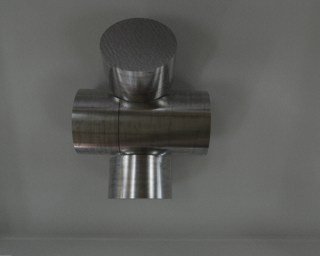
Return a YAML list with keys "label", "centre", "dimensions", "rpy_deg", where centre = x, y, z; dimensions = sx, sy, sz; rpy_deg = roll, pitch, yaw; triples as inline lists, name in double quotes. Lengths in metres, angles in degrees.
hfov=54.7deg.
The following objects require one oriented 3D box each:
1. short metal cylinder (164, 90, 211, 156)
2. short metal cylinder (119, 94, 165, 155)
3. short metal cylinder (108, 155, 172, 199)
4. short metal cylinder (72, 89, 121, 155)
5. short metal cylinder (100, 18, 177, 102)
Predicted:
- label: "short metal cylinder"
  centre: [0.031, -0.006, 0.378]
  dimensions: [0.050, 0.080, 0.079]
  rpy_deg: [1, 110, 0]
- label: "short metal cylinder"
  centre: [-0.020, -0.006, 0.377]
  dimensions: [0.050, 0.080, 0.079]
  rpy_deg: [1, 110, 0]
- label: "short metal cylinder"
  centre: [-0.025, 0.065, 0.396]
  dimensions: [0.081, 0.080, 0.050]
  rpy_deg: [0, 76, 0]
- label: "short metal cylinder"
  centre: [-0.071, -0.007, 0.377]
  dimensions: [0.050, 0.080, 0.079]
  rpy_deg: [1, 110, 0]
- label: "short metal cylinder"
  centre: [-0.023, -0.076, 0.344]
  dimensions: [0.081, 0.080, 0.050]
  rpy_deg: [2, 148, -1]
